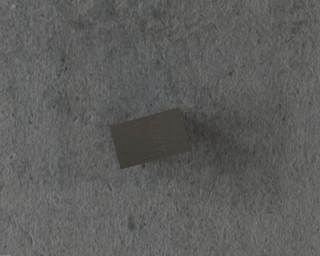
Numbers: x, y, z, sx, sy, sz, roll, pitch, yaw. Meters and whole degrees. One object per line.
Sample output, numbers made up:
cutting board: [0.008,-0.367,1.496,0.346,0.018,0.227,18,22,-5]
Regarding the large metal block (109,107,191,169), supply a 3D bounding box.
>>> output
large metal block: [-0.011,0.011,0.382,0.080,0.080,0.050,-15,90,0]
